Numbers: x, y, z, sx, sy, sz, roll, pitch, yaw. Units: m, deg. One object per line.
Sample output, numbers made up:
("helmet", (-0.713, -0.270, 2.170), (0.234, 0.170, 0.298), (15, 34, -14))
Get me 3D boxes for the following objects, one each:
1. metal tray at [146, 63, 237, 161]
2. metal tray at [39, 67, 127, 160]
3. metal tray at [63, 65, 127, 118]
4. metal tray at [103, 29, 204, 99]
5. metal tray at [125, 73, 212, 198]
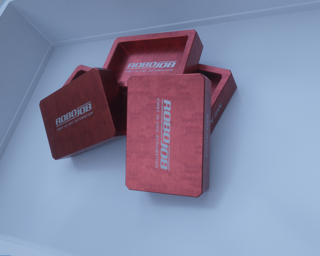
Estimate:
("metal tray", (0.029, -0.023, 0.398), (0.090, 0.030, 0.130), (21, 73, 35))
("metal tray", (-0.106, -0.016, 0.420), (0.130, 0.030, 0.090), (-21, 82, 34))
("metal tray", (-0.102, -0.043, 0.476), (0.130, 0.030, 0.090), (21, 73, 35))
("metal tray", (-0.015, -0.084, 0.420), (0.130, 0.030, 0.090), (4, 63, 29))
("metal tray", (0.009, 0.007, 0.349), (0.090, 0.030, 0.129), (2, 91, 22))
